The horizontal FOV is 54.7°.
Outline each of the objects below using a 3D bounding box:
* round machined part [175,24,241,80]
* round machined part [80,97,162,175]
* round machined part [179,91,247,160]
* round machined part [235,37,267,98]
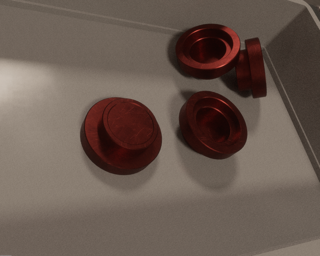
[{"bbox_3d":[0.076,-0.115,0.489,0.098,0.042,0.098,-5,58,9],"label":"round machined part"},{"bbox_3d":[-0.041,0.004,0.371,0.099,0.042,0.098,14,56,-21],"label":"round machined part"},{"bbox_3d":[0.069,0.000,0.434,0.099,0.042,0.098,14,56,-21],"label":"round machined part"},{"bbox_3d":[0.147,-0.097,0.513,0.042,0.098,0.098,-8,57,15],"label":"round machined part"}]
